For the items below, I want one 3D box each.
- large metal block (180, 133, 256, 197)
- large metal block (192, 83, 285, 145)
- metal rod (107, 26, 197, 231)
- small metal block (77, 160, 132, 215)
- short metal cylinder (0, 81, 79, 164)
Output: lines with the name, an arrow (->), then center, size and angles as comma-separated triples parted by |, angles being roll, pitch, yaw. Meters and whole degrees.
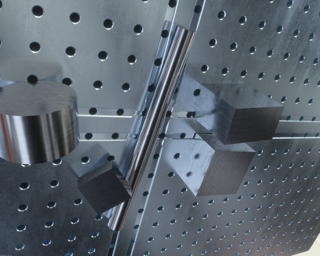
large metal block -> 0.088, 0.057, 0.481 | 0.081, 0.050, 0.079 | 4, 117, -31
large metal block -> 0.103, -0.022, 0.420 | 0.081, 0.080, 0.050 | -4, 121, -27
metal rod -> -0.018, 0.016, 0.412 | 0.025, 0.025, 0.298 | 7, 115, -32
small metal block -> -0.072, 0.078, 0.406 | 0.050, 0.025, 0.050 | -28, 111, 4
short metal cylinder -> -0.122, -0.009, 0.304 | 0.081, 0.080, 0.050 | -10, 123, -24
